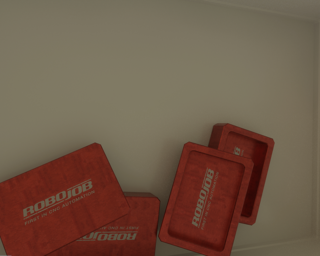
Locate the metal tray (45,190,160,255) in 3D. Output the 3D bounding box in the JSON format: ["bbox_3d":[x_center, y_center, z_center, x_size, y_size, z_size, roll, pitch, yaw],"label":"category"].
[{"bbox_3d":[-0.069,0.126,0.383,0.131,0.030,0.089,6,88,-20],"label":"metal tray"}]

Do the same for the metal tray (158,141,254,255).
[{"bbox_3d":[0.059,0.091,0.400,0.090,0.030,0.129,16,84,6],"label":"metal tray"}]

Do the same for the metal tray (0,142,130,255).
[{"bbox_3d":[-0.110,0.083,0.347,0.131,0.030,0.090,-24,77,-15],"label":"metal tray"}]

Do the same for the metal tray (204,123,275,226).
[{"bbox_3d":[0.108,0.066,0.449,0.091,0.030,0.129,18,84,-20],"label":"metal tray"}]
